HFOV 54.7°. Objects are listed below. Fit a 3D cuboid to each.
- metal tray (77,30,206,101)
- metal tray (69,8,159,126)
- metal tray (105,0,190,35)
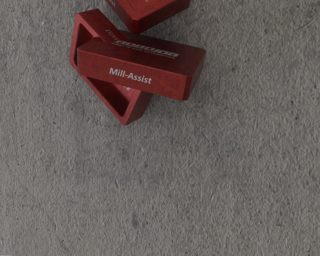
[{"bbox_3d":[-0.019,-0.079,0.367,0.131,0.090,0.030,16,125,10],"label":"metal tray"},{"bbox_3d":[-0.064,-0.077,0.402,0.130,0.030,0.089,48,143,13],"label":"metal tray"},{"bbox_3d":[-0.032,-0.191,0.394,0.090,0.030,0.130,-34,78,-16],"label":"metal tray"}]
